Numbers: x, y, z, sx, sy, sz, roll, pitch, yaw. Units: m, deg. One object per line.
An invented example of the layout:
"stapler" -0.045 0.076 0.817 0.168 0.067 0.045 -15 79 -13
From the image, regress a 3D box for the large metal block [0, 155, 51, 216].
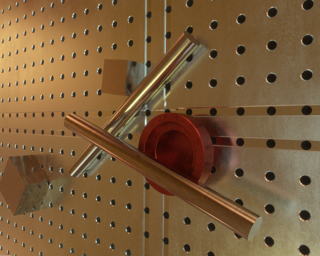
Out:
"large metal block" -0.268 0.111 0.610 0.080 0.050 0.079 42 115 31

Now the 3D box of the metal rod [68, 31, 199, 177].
"metal rod" -0.053 -0.018 0.450 0.299 0.025 0.025 -45 63 30

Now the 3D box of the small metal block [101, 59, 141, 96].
"small metal block" -0.058 -0.074 0.455 0.050 0.025 0.050 12 98 39

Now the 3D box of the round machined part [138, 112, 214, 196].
"round machined part" 0.023 0.030 0.378 0.098 0.042 0.097 0 90 39

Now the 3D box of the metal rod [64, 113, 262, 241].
"metal rod" -0.023 0.041 0.371 0.300 0.025 0.025 25 106 37
